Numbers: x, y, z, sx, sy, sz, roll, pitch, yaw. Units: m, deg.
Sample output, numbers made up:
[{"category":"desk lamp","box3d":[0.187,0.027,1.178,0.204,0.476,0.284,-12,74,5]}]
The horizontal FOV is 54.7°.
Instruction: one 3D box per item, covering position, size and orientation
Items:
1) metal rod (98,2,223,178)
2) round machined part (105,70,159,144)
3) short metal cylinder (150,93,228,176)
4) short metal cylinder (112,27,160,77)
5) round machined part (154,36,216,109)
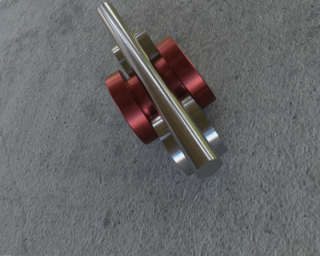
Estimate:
[{"category":"metal rod","box3d":[-0.018,-0.067,0.353,0.025,0.025,0.300,-34,52,5]},{"category":"round machined part","box3d":[-0.024,-0.031,0.387,0.042,0.098,0.098,-32,52,3]},{"category":"short metal cylinder","box3d":[0.032,0.007,0.347,0.050,0.080,0.080,-34,52,6]},{"category":"short metal cylinder","box3d":[-0.024,-0.094,0.438,0.050,0.080,0.080,-34,52,6]},{"category":"round machined part","box3d":[0.024,-0.062,0.383,0.042,0.098,0.098,-37,51,9]}]
